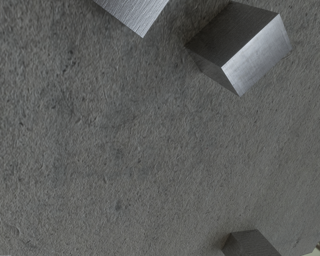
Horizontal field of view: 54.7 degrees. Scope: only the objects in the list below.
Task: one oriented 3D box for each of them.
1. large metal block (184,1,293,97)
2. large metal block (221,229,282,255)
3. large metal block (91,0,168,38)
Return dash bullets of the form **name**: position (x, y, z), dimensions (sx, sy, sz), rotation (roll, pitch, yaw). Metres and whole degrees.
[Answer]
- **large metal block**: position (0.088, -0.094, 0.361), dimensions (0.080, 0.080, 0.050), rotation (-43, 129, 1)
- **large metal block**: position (0.188, 0.259, 0.634), dimensions (0.081, 0.080, 0.050), rotation (6, 116, -31)
- **large metal block**: position (-0.031, -0.144, 0.284), dimensions (0.080, 0.050, 0.080), rotation (29, 102, -38)
